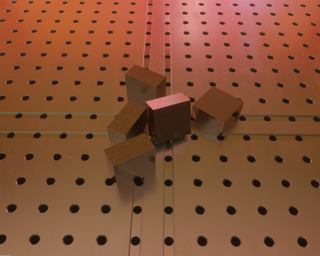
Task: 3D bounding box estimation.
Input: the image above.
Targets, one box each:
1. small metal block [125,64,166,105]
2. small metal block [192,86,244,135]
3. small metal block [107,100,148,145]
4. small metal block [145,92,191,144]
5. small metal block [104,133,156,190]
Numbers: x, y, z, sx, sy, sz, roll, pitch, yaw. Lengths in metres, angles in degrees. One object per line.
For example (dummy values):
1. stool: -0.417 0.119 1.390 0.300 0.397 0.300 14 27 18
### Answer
1. small metal block: -0.020 -0.055 0.438 0.050 0.050 0.025 25 55 19
2. small metal block: 0.079 -0.025 0.430 0.050 0.025 0.050 33 57 24
3. small metal block: -0.039 0.003 0.389 0.025 0.050 0.050 22 54 17
4. small metal block: 0.012 -0.013 0.397 0.050 0.050 0.025 -16 34 -18
5. small metal block: -0.033 0.039 0.358 0.050 0.050 0.025 -23 54 -18
